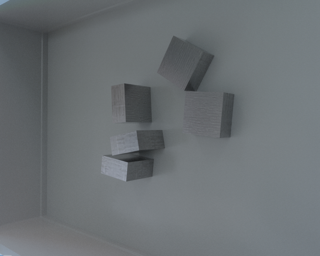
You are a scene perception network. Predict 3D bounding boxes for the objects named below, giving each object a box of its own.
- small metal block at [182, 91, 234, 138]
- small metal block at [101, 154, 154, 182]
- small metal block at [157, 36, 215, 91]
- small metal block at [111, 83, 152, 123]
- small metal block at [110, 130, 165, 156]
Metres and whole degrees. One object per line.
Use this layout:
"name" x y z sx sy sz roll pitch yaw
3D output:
"small metal block" 0.056 -0.016 0.361 0.050 0.025 0.050 7 95 39
"small metal block" -0.045 0.053 0.428 0.050 0.050 0.025 9 96 39
"small metal block" 0.031 -0.078 0.382 0.050 0.025 0.050 39 114 33
"small metal block" -0.038 -0.032 0.422 0.025 0.050 0.050 -4 87 40
"small metal block" -0.030 0.020 0.416 0.050 0.050 0.025 -14 81 39
